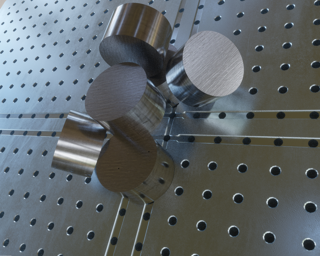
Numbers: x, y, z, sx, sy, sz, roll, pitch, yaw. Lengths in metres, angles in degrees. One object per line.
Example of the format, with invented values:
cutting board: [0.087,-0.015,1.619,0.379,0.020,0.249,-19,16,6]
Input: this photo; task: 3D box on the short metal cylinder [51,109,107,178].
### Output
short metal cylinder: [-0.104,0.021,0.408,0.050,0.080,0.080,18,64,-12]

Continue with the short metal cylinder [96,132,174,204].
short metal cylinder: [-0.029,0.047,0.378,0.080,0.050,0.080,-13,57,21]

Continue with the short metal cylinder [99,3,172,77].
short metal cylinder: [-0.029,-0.107,0.388,0.080,0.080,0.050,0,62,28]

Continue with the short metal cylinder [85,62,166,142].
short metal cylinder: [-0.040,-0.031,0.367,0.080,0.050,0.080,-13,56,21]

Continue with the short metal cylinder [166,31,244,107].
short metal cylinder: [0.054,-0.070,0.379,0.080,0.080,0.050,-66,15,-19]

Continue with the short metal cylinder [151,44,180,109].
short metal cylinder: [-0.001,-0.073,0.437,0.080,0.050,0.080,-13,57,21]
